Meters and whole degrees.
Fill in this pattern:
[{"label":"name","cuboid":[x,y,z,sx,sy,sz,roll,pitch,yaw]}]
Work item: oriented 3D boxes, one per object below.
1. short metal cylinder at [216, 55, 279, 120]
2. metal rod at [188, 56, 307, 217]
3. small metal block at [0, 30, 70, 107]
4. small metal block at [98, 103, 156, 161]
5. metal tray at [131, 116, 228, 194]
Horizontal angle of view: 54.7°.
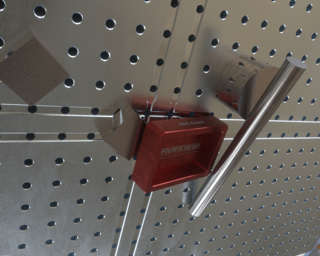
[{"label":"short metal cylinder","cuboid":[0.126,-0.055,0.430,0.081,0.050,0.079,-14,124,-21]},{"label":"metal rod","cuboid":[0.108,0.034,0.442,0.025,0.025,0.298,-1,134,-28]},{"label":"small metal block","cuboid":[-0.127,-0.058,0.306,0.050,0.025,0.050,-39,129,-2]},{"label":"small metal block","cuboid":[-0.040,0.006,0.392,0.050,0.025,0.050,-43,129,1]},{"label":"metal tray","cuboid":[0.030,0.033,0.424,0.131,0.030,0.089,-6,122,-41]}]
